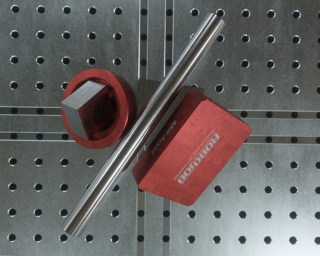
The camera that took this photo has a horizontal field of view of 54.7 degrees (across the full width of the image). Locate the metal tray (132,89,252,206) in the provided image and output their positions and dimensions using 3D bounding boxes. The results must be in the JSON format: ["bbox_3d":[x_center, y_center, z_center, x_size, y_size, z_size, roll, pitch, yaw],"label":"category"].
[{"bbox_3d":[0.038,0.029,0.378,0.090,0.030,0.129,28,105,-32],"label":"metal tray"}]

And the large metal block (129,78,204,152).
[{"bbox_3d":[0.008,-0.015,0.401,0.081,0.050,0.080,9,90,-1],"label":"large metal block"}]

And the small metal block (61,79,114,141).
[{"bbox_3d":[-0.085,-0.022,0.372,0.025,0.050,0.050,22,51,25],"label":"small metal block"}]

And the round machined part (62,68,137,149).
[{"bbox_3d":[-0.072,-0.024,0.391,0.098,0.042,0.097,1,93,25],"label":"round machined part"}]

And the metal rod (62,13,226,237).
[{"bbox_3d":[-0.018,-0.004,0.363,0.025,0.025,0.299,35,90,-1],"label":"metal rod"}]
